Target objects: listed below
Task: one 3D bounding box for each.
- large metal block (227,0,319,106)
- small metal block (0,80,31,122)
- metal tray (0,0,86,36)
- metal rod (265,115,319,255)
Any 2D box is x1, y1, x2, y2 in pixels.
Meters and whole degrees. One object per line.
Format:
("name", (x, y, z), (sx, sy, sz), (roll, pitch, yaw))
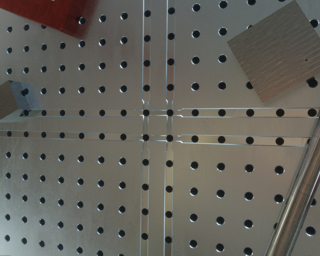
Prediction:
("large metal block", (0.134, -0.080, 0.352), (0.080, 0.050, 0.080), (-30, 80, 17))
("small metal block", (-0.244, -0.042, 0.499), (0.050, 0.025, 0.050), (-25, 82, 18))
("metal tray", (-0.176, -0.205, 0.472), (0.130, 0.030, 0.089), (24, 98, 18))
("metal rod", (0.163, 0.075, 0.354), (0.025, 0.025, 0.298), (20, 97, 19))
